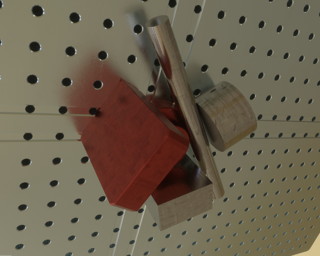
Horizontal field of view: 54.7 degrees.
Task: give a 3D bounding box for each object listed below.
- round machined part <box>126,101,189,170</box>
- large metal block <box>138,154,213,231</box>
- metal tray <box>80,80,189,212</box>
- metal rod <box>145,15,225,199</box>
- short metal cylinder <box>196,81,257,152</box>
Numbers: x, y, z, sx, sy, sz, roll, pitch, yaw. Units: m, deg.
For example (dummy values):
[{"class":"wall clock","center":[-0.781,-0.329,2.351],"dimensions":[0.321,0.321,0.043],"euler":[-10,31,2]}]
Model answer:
[{"class":"round machined part","center":[-0.001,0.017,0.412],"dimensions":[0.099,0.042,0.097],"euler":[-14,125,-21]},{"class":"large metal block","center":[0.019,0.086,0.441],"dimensions":[0.081,0.080,0.050],"euler":[-18,126,-19]},{"class":"metal tray","center":[-0.035,0.013,0.334],"dimensions":[0.030,0.130,0.090],"euler":[31,101,-38]},{"class":"metal rod","center":[0.044,-0.002,0.408],"dimensions":[0.025,0.025,0.299],"euler":[-31,129,-9]},{"class":"short metal cylinder","center":[0.082,-0.015,0.411],"dimensions":[0.050,0.080,0.080],"euler":[-32,129,-8]}]
